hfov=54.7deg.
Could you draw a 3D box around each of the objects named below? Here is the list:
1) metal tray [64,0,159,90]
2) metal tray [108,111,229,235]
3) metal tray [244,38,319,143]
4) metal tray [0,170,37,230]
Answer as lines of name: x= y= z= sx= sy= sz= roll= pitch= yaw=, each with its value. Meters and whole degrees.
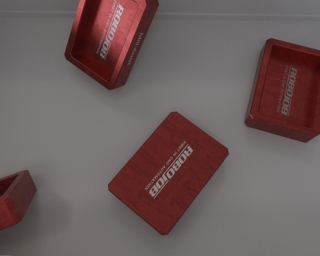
metal tray: x=-0.068 y=-0.127 z=0.406 sx=0.090 sy=0.129 sz=0.030 roll=36 pitch=32 yaw=12
metal tray: x=0.012 y=0.054 z=0.387 sx=0.090 sy=0.030 sz=0.130 roll=37 pitch=74 yaw=12
metal tray: x=0.176 y=-0.054 z=0.427 sx=0.090 sy=0.030 sz=0.130 roll=16 pitch=71 yaw=6
metal tray: x=-0.212 y=0.094 z=0.338 sx=0.131 sy=0.090 sz=0.030 roll=-20 pitch=104 yaw=-7
